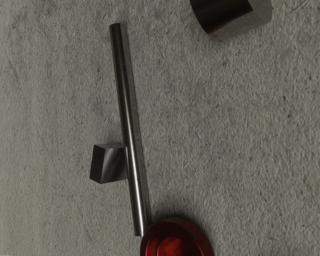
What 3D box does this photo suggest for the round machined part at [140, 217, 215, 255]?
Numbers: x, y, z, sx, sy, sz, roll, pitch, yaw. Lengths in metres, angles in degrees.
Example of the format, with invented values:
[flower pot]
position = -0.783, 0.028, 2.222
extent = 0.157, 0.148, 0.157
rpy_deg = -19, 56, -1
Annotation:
[round machined part]
position = 0.026, 0.156, 0.373
extent = 0.098, 0.042, 0.097
rpy_deg = 0, 90, 40

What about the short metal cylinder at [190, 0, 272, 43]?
[short metal cylinder]
position = 0.071, -0.133, 0.310
extent = 0.050, 0.081, 0.080
rpy_deg = -16, 80, 39

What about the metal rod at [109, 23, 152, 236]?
[metal rod]
position = -0.043, -0.002, 0.440
extent = 0.025, 0.025, 0.298
rpy_deg = -13, 82, 39

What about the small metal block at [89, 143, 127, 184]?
[small metal block]
position = -0.071, 0.050, 0.447
extent = 0.025, 0.050, 0.050
rpy_deg = 15, 100, 39
